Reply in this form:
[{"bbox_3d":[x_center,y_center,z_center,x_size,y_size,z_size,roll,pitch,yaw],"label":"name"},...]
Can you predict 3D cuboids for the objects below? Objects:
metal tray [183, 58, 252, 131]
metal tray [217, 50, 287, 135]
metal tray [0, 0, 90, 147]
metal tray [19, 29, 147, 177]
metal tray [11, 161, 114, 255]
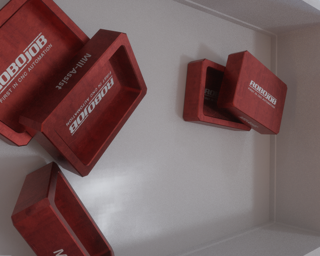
[{"bbox_3d":[0.096,-0.047,0.483,0.131,0.030,0.090,9,84,-40],"label":"metal tray"},{"bbox_3d":[0.150,-0.051,0.489,0.131,0.030,0.090,25,74,-37],"label":"metal tray"},{"bbox_3d":[-0.130,-0.059,0.293,0.090,0.030,0.130,45,63,-31],"label":"metal tray"},{"bbox_3d":[-0.068,-0.026,0.319,0.130,0.030,0.090,-57,149,-26],"label":"metal tray"},{"bbox_3d":[-0.082,0.104,0.292,0.030,0.090,0.129,-29,110,-7],"label":"metal tray"}]
